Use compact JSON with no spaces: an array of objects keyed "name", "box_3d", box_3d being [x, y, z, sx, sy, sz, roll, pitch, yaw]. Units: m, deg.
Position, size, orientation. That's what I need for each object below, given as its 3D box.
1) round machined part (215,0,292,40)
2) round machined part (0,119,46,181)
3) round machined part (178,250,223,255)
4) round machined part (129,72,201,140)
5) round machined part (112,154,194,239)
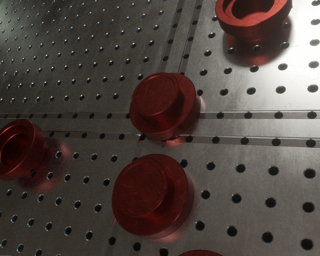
[{"name":"round machined part","box_3d":[0.130,-0.162,0.428,0.098,0.042,0.098,-13,56,20]},{"name":"round machined part","box_3d":[-0.221,0.037,0.488,0.098,0.042,0.098,-13,56,20]},{"name":"round machined part","box_3d":[0.036,0.161,0.279,0.098,0.042,0.098,-13,56,20]},{"name":"round machined part","box_3d":[0.001,-0.036,0.417,0.098,0.042,0.098,-13,56,20]},{"name":"round machined part","box_3d":[-0.014,0.074,0.358,0.098,0.042,0.098,-13,56,20]}]
